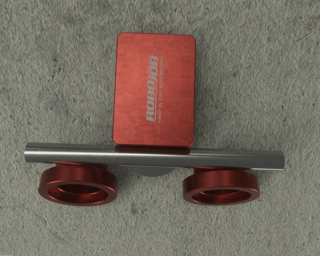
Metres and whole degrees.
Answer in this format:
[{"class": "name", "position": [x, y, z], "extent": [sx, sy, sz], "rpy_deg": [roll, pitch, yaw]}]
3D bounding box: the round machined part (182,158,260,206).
[{"class": "round machined part", "position": [0.079, 0.071, 0.411], "extent": [0.099, 0.042, 0.098], "rpy_deg": [0, 153, 0]}]

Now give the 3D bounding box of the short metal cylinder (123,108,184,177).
[{"class": "short metal cylinder", "position": [-0.009, 0.016, 0.404], "extent": [0.081, 0.050, 0.079], "rpy_deg": [0, 110, -1]}]

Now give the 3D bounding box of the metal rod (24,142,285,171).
[{"class": "metal rod", "position": [-0.005, 0.035, 0.371], "extent": [0.302, 0.025, 0.025], "rpy_deg": [2, 110, -2]}]

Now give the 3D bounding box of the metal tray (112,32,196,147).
[{"class": "metal tray", "position": [-0.006, -0.043, 0.364], "extent": [0.091, 0.030, 0.129], "rpy_deg": [2, 84, -2]}]

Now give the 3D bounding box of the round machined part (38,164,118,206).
[{"class": "round machined part", "position": [-0.105, 0.068, 0.408], "extent": [0.099, 0.042, 0.098], "rpy_deg": [-1, 149, 0]}]
